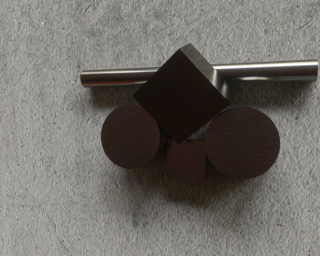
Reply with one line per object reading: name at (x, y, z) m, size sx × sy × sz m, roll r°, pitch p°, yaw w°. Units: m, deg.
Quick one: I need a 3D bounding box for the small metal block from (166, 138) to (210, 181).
small metal block at (0.037, 0.039, 0.398) m, size 0.050 × 0.025 × 0.050 m, roll 2°, pitch 91°, yaw 20°

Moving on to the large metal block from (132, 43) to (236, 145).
large metal block at (0.029, -0.040, 0.368) m, size 0.080 × 0.050 × 0.080 m, roll 47°, pitch 119°, yaw -3°

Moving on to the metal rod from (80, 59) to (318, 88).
metal rod at (0.034, -0.068, 0.398) m, size 0.301 × 0.025 × 0.025 m, roll 1°, pitch 91°, yaw 19°

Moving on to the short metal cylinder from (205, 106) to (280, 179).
short metal cylinder at (0.097, 0.016, 0.362) m, size 0.080 × 0.050 × 0.079 m, roll 0°, pitch 90°, yaw 20°

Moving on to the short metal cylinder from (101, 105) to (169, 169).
short metal cylinder at (-0.029, 0.011, 0.406) m, size 0.080 × 0.050 × 0.079 m, roll 0°, pitch 90°, yaw 20°
